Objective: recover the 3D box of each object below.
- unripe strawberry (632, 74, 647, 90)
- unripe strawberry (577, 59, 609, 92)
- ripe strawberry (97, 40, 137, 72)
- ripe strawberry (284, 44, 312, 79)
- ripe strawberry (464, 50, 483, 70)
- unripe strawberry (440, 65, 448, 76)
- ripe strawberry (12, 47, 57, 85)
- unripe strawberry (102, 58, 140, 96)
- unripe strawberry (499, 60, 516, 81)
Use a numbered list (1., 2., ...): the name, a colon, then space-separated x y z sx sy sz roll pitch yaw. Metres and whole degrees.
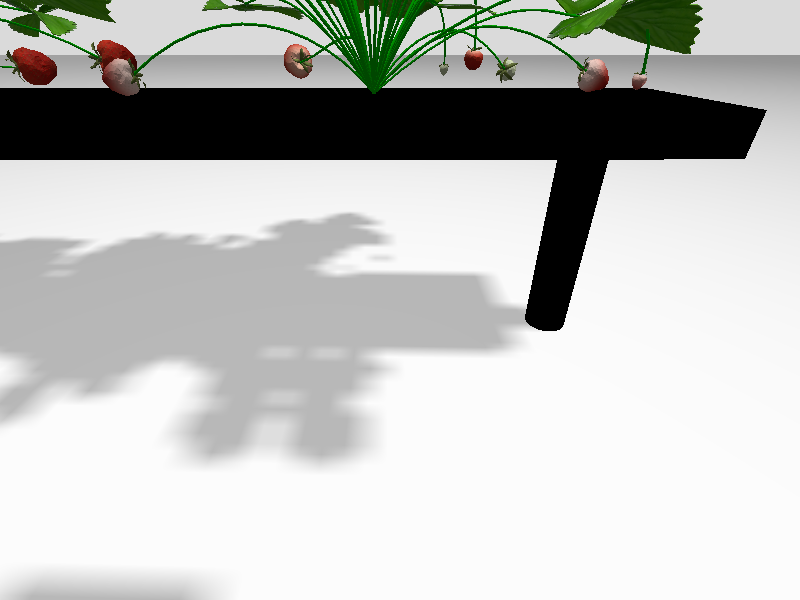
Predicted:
1. unripe strawberry: 0.171 -0.157 0.288 0.010 0.010 0.011 4 33 6
2. unripe strawberry: 0.155 -0.177 0.318 0.024 0.023 0.022 18 29 -16
3. ripe strawberry: -0.289 -0.245 0.411 0.034 0.035 0.031 -12 33 -35
4. ripe strawberry: -0.119 -0.275 0.462 0.032 0.034 0.035 -16 35 -23
5. ripe strawberry: 0.094 -0.306 0.512 0.024 0.022 0.022 14 35 21
6. unripe strawberry: 0.052 -0.274 0.477 0.010 0.011 0.011 11 34 17
7. ripe strawberry: -0.329 -0.212 0.363 0.028 0.030 0.026 -15 35 -22
8. unripe strawberry: -0.202 -0.161 0.290 0.022 0.023 0.020 -13 33 1
9. unripe strawberry: 0.111 -0.235 0.410 0.018 0.018 0.016 -17 35 -41
